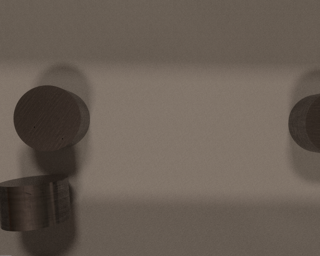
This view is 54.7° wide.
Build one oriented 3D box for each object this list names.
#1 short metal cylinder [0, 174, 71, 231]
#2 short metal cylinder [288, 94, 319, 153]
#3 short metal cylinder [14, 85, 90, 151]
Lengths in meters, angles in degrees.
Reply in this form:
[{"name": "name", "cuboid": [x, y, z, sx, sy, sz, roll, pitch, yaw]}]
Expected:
[{"name": "short metal cylinder", "cuboid": [-0.153, 0.089, 0.382, 0.081, 0.080, 0.050, -4, 90, -1]}, {"name": "short metal cylinder", "cuboid": [0.217, -0.006, 0.402, 0.081, 0.050, 0.079, 0, 90, -1]}, {"name": "short metal cylinder", "cuboid": [-0.136, -0.012, 0.397, 0.081, 0.050, 0.079, 0, 90, -1]}]
